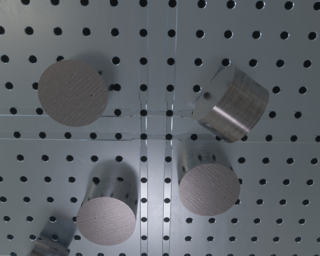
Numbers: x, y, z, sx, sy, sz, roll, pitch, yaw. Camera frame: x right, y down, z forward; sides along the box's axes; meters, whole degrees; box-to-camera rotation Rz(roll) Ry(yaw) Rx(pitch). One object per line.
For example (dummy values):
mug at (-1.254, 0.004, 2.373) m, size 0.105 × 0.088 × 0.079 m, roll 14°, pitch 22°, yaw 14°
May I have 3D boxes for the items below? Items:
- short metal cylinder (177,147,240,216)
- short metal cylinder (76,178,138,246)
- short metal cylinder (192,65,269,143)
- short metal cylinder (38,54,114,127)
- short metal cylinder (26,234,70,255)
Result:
short metal cylinder at (0.065, 0.073, 0.427) m, size 0.081 × 0.050 × 0.079 m, roll 0°, pitch 110°, yaw 0°
short metal cylinder at (-0.073, 0.119, 0.443) m, size 0.081 × 0.050 × 0.079 m, roll 0°, pitch 110°, yaw 0°
short metal cylinder at (0.083, -0.029, 0.374) m, size 0.050 × 0.080 × 0.080 m, roll 33°, pitch 107°, yaw -11°
short metal cylinder at (-0.101, -0.047, 0.382) m, size 0.081 × 0.050 × 0.079 m, roll 0°, pitch 110°, yaw 0°
short metal cylinder at (-0.177, 0.206, 0.458) m, size 0.050 × 0.080 × 0.080 m, roll 32°, pitch 107°, yaw -11°
